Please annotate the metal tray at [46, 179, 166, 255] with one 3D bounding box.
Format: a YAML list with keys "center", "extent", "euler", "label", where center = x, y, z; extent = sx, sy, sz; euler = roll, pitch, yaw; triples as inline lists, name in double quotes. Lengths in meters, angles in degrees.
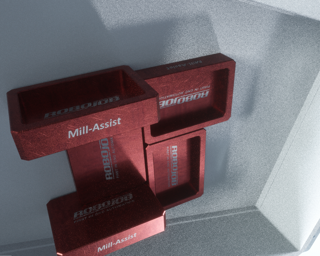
- center: [-0.069, 0.112, 0.396]
  extent: [0.131, 0.090, 0.030]
  euler: [-16, 125, -20]
  label: "metal tray"

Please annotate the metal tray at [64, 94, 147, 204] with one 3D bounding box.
- center: [-0.068, 0.026, 0.382]
  extent: [0.091, 0.030, 0.129]
  euler: [-16, 125, -20]
  label: "metal tray"

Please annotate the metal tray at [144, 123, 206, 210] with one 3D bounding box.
- center: [0.019, 0.058, 0.451]
  extent: [0.091, 0.030, 0.129]
  euler: [-16, 125, -20]
  label: "metal tray"

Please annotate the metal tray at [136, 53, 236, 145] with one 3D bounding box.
- center: [0.032, -0.039, 0.398]
  extent: [0.131, 0.030, 0.089]
  euler: [-16, 125, -20]
  label: "metal tray"

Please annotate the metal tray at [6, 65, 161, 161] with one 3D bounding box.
- center: [-0.076, -0.022, 0.307]
  extent: [0.131, 0.090, 0.030]
  euler: [-17, 125, -19]
  label: "metal tray"
